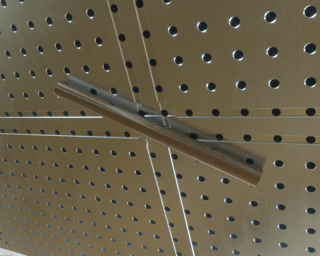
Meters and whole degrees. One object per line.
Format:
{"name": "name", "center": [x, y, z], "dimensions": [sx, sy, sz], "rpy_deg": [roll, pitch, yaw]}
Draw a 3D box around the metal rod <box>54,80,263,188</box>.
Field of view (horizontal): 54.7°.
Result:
{"name": "metal rod", "center": [-0.011, 0.002, 0.417], "dimensions": [0.301, 0.025, 0.025], "rpy_deg": [24, 127, 12]}
